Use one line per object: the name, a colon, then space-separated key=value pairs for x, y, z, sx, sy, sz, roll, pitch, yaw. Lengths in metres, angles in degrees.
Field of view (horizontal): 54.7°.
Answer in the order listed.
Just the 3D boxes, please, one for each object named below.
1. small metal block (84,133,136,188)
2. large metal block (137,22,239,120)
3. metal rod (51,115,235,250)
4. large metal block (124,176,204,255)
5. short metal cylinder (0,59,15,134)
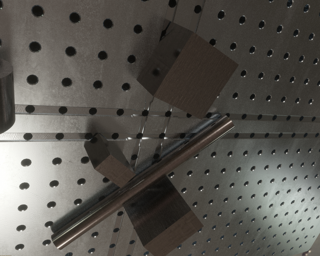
small metal block: x=-0.063 y=0.040 z=0.387 sx=0.025 sy=0.050 sz=0.050 roll=-43 pitch=130 yaw=1
large metal block: x=0.033 y=-0.067 z=0.373 sx=0.080 sy=0.050 sz=0.080 roll=23 pitch=106 yaw=-37
metal rod: x=-0.020 y=0.075 z=0.448 sx=0.301 sy=0.025 sz=0.025 roll=-34 pitch=129 yaw=-6
large metal block: x=0.004 y=0.131 z=0.461 sx=0.080 sy=0.080 sz=0.050 roll=-36 pitch=130 yaw=-4
short metal cylinder: x=-0.169 y=-0.029 z=0.265 sx=0.081 sy=0.080 sz=0.050 roll=-4 pitch=120 yaw=-27
